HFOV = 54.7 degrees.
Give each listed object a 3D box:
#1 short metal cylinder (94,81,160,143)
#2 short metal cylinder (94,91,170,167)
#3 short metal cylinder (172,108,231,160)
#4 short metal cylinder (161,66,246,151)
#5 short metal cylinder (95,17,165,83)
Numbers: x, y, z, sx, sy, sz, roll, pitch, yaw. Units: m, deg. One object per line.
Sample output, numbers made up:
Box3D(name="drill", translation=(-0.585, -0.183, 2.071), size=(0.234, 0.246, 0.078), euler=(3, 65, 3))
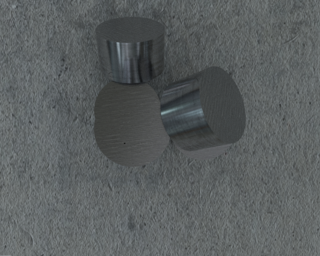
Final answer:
Box3D(name="short metal cylinder", translation=(-0.039, -0.022, 0.398), size=(0.081, 0.050, 0.079), euler=(0, 90, -1))
Box3D(name="short metal cylinder", translation=(-0.029, 0.001, 0.348), size=(0.081, 0.050, 0.079), euler=(0, 90, -1))
Box3D(name="short metal cylinder", translation=(0.052, -0.001, 0.399), size=(0.081, 0.050, 0.079), euler=(0, 90, -1))
Box3D(name="short metal cylinder", translation=(0.047, -0.019, 0.327), size=(0.050, 0.081, 0.080), euler=(-17, 90, 42))
Box3D(name="short metal cylinder", translation=(-0.035, -0.097, 0.377), size=(0.081, 0.080, 0.050), euler=(0, 129, -1))
